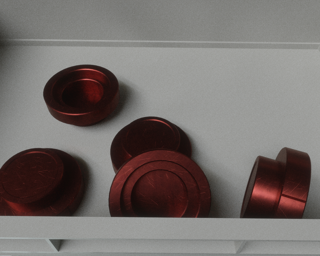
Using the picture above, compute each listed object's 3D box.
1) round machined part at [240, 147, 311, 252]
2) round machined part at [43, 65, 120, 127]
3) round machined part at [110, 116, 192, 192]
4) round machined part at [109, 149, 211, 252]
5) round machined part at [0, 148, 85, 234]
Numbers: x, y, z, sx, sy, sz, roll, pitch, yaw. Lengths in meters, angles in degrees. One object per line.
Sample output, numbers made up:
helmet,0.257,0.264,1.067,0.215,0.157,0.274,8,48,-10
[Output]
round machined part,0.108,0.065,0.304,0.042,0.097,0.098,16,52,13
round machined part,-0.104,-0.040,0.427,0.099,0.042,0.098,0,50,0
round machined part,-0.011,0.024,0.374,0.099,0.042,0.098,0,50,0
round machined part,-0.001,0.069,0.315,0.099,0.042,0.097,0,89,-6
round machined part,-0.136,0.061,0.341,0.099,0.042,0.098,0,50,0
